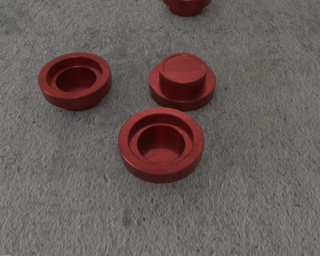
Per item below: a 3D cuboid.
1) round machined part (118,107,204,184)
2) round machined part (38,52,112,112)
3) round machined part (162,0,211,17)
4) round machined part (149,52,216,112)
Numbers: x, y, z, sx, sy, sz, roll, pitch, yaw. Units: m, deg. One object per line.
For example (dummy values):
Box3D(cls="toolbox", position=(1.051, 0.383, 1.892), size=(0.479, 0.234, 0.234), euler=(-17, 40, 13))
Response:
Box3D(cls="round machined part", position=(0.001, 0.024, 0.372), size=(0.099, 0.042, 0.098), euler=(0, 50, 0))
Box3D(cls="round machined part", position=(-0.118, -0.062, 0.443), size=(0.099, 0.042, 0.098), euler=(0, 50, 0))
Box3D(cls="round machined part", position=(0.052, -0.254, 0.606), size=(0.099, 0.042, 0.098), euler=(0, 50, 0))
Box3D(cls="round machined part", position=(0.033, -0.073, 0.454), size=(0.099, 0.042, 0.098), euler=(0, 50, 0))
